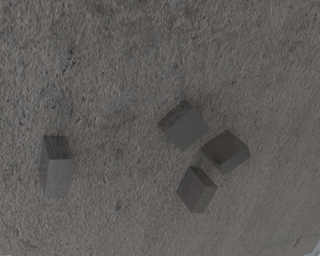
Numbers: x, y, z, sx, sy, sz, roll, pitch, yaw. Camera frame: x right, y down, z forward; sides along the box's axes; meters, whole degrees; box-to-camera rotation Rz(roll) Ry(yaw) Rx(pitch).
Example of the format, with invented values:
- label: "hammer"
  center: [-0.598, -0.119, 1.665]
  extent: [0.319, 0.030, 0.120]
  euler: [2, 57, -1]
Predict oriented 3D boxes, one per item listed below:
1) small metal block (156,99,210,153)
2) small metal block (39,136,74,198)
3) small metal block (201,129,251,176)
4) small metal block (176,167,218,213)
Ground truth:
- label: "small metal block"
  center: [0.032, -0.002, 0.423]
  extent: [0.050, 0.025, 0.050]
  euler: [-42, 130, 1]
- label: "small metal block"
  center: [-0.119, 0.043, 0.352]
  extent: [0.025, 0.050, 0.050]
  euler: [1, 118, -29]
- label: "small metal block"
  center: [0.099, 0.036, 0.467]
  extent: [0.050, 0.050, 0.025]
  euler: [-34, 129, -6]
- label: "small metal block"
  center: [0.056, 0.096, 0.481]
  extent: [0.025, 0.050, 0.050]
  euler: [12, 112, -34]
